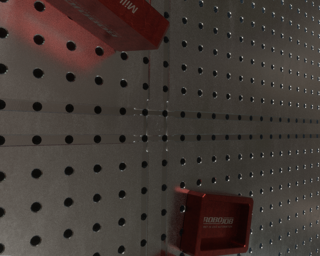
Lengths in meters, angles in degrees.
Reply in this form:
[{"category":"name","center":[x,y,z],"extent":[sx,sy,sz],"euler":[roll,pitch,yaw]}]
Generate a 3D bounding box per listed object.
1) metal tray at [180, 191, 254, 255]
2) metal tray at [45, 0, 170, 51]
[{"category":"metal tray","center":[0.094,0.150,0.487],"extent":[0.131,0.030,0.090],"euler":[15,81,-39]},{"category":"metal tray","center":[-0.065,-0.126,0.310],"extent":[0.131,0.090,0.030],"euler":[30,81,-36]}]
